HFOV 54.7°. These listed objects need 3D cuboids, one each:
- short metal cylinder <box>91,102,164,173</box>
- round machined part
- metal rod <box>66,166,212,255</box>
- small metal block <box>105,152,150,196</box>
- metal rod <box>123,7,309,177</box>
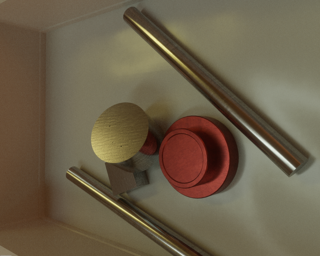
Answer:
[{"bbox_3d":[-0.041,0.013,0.403,0.080,0.050,0.080,-9,65,20],"label":"short metal cylinder"},{"bbox_3d":[0.037,0.034,0.363,0.098,0.042,0.097,0,90,39],"label":"round machined part"},{"bbox_3d":[-0.038,0.122,0.435,0.300,0.025,0.025,22,104,37],"label":"metal rod"},{"bbox_3d":[-0.048,0.065,0.444,0.050,0.025,0.050,-28,73,36],"label":"small metal block"},{"bbox_3d":[0.046,-0.061,0.367,0.300,0.025,0.025,49,119,28],"label":"metal rod"}]
